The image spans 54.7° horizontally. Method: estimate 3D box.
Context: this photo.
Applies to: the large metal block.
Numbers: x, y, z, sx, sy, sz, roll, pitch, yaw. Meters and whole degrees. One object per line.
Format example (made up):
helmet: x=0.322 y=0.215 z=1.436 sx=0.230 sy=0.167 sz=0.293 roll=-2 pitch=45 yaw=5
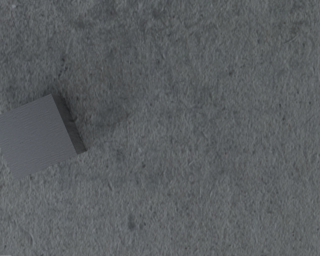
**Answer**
large metal block: x=-0.152 y=0.011 z=0.396 sx=0.080 sy=0.050 sz=0.080 roll=-23 pitch=90 yaw=-1
